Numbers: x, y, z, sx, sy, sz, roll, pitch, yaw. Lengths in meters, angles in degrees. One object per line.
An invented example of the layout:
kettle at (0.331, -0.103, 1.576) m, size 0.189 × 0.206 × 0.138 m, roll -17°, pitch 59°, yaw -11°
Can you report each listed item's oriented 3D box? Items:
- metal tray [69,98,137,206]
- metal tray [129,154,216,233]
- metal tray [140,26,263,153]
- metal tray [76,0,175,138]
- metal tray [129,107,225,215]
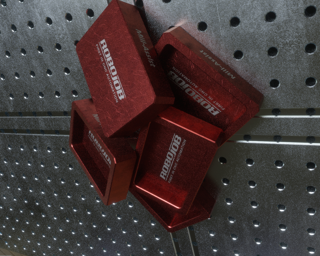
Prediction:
metal tray at (-0.085, 0.030, 0.430) m, size 0.130 × 0.030 × 0.089 m, roll 47°, pitch 136°, yaw 35°
metal tray at (0.006, 0.089, 0.458) m, size 0.130 × 0.030 × 0.090 m, roll 48°, pitch 128°, yaw -6°
metal tray at (0.040, -0.041, 0.360) m, size 0.130 × 0.030 × 0.089 m, roll 40°, pitch 129°, yaw 0°
metal tray at (-0.045, -0.064, 0.351) m, size 0.090 × 0.030 × 0.130 m, roll -34°, pitch 69°, yaw 38°
metal tray at (0.014, 0.041, 0.386) m, size 0.090 × 0.030 × 0.129 m, roll 25°, pitch 127°, yaw 12°
